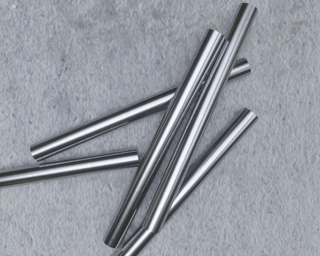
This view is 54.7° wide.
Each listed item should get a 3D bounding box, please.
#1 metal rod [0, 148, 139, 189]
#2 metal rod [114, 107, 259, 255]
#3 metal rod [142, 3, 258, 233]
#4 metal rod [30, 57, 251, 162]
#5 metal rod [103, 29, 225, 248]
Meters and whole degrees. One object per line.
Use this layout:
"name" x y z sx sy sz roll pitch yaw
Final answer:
"metal rod" -0.177 0.062 0.407 0.302 0.025 0.025 -9 90 -1
"metal rod" 0.022 0.093 0.410 0.025 0.025 0.300 41 90 -1
"metal rod" 0.049 -0.012 0.384 0.025 0.025 0.299 24 90 -1
"metal rod" -0.025 -0.024 0.409 0.301 0.025 0.025 -22 90 -1
"metal rod" 0.002 0.018 0.392 0.025 0.025 0.299 26 97 -1
